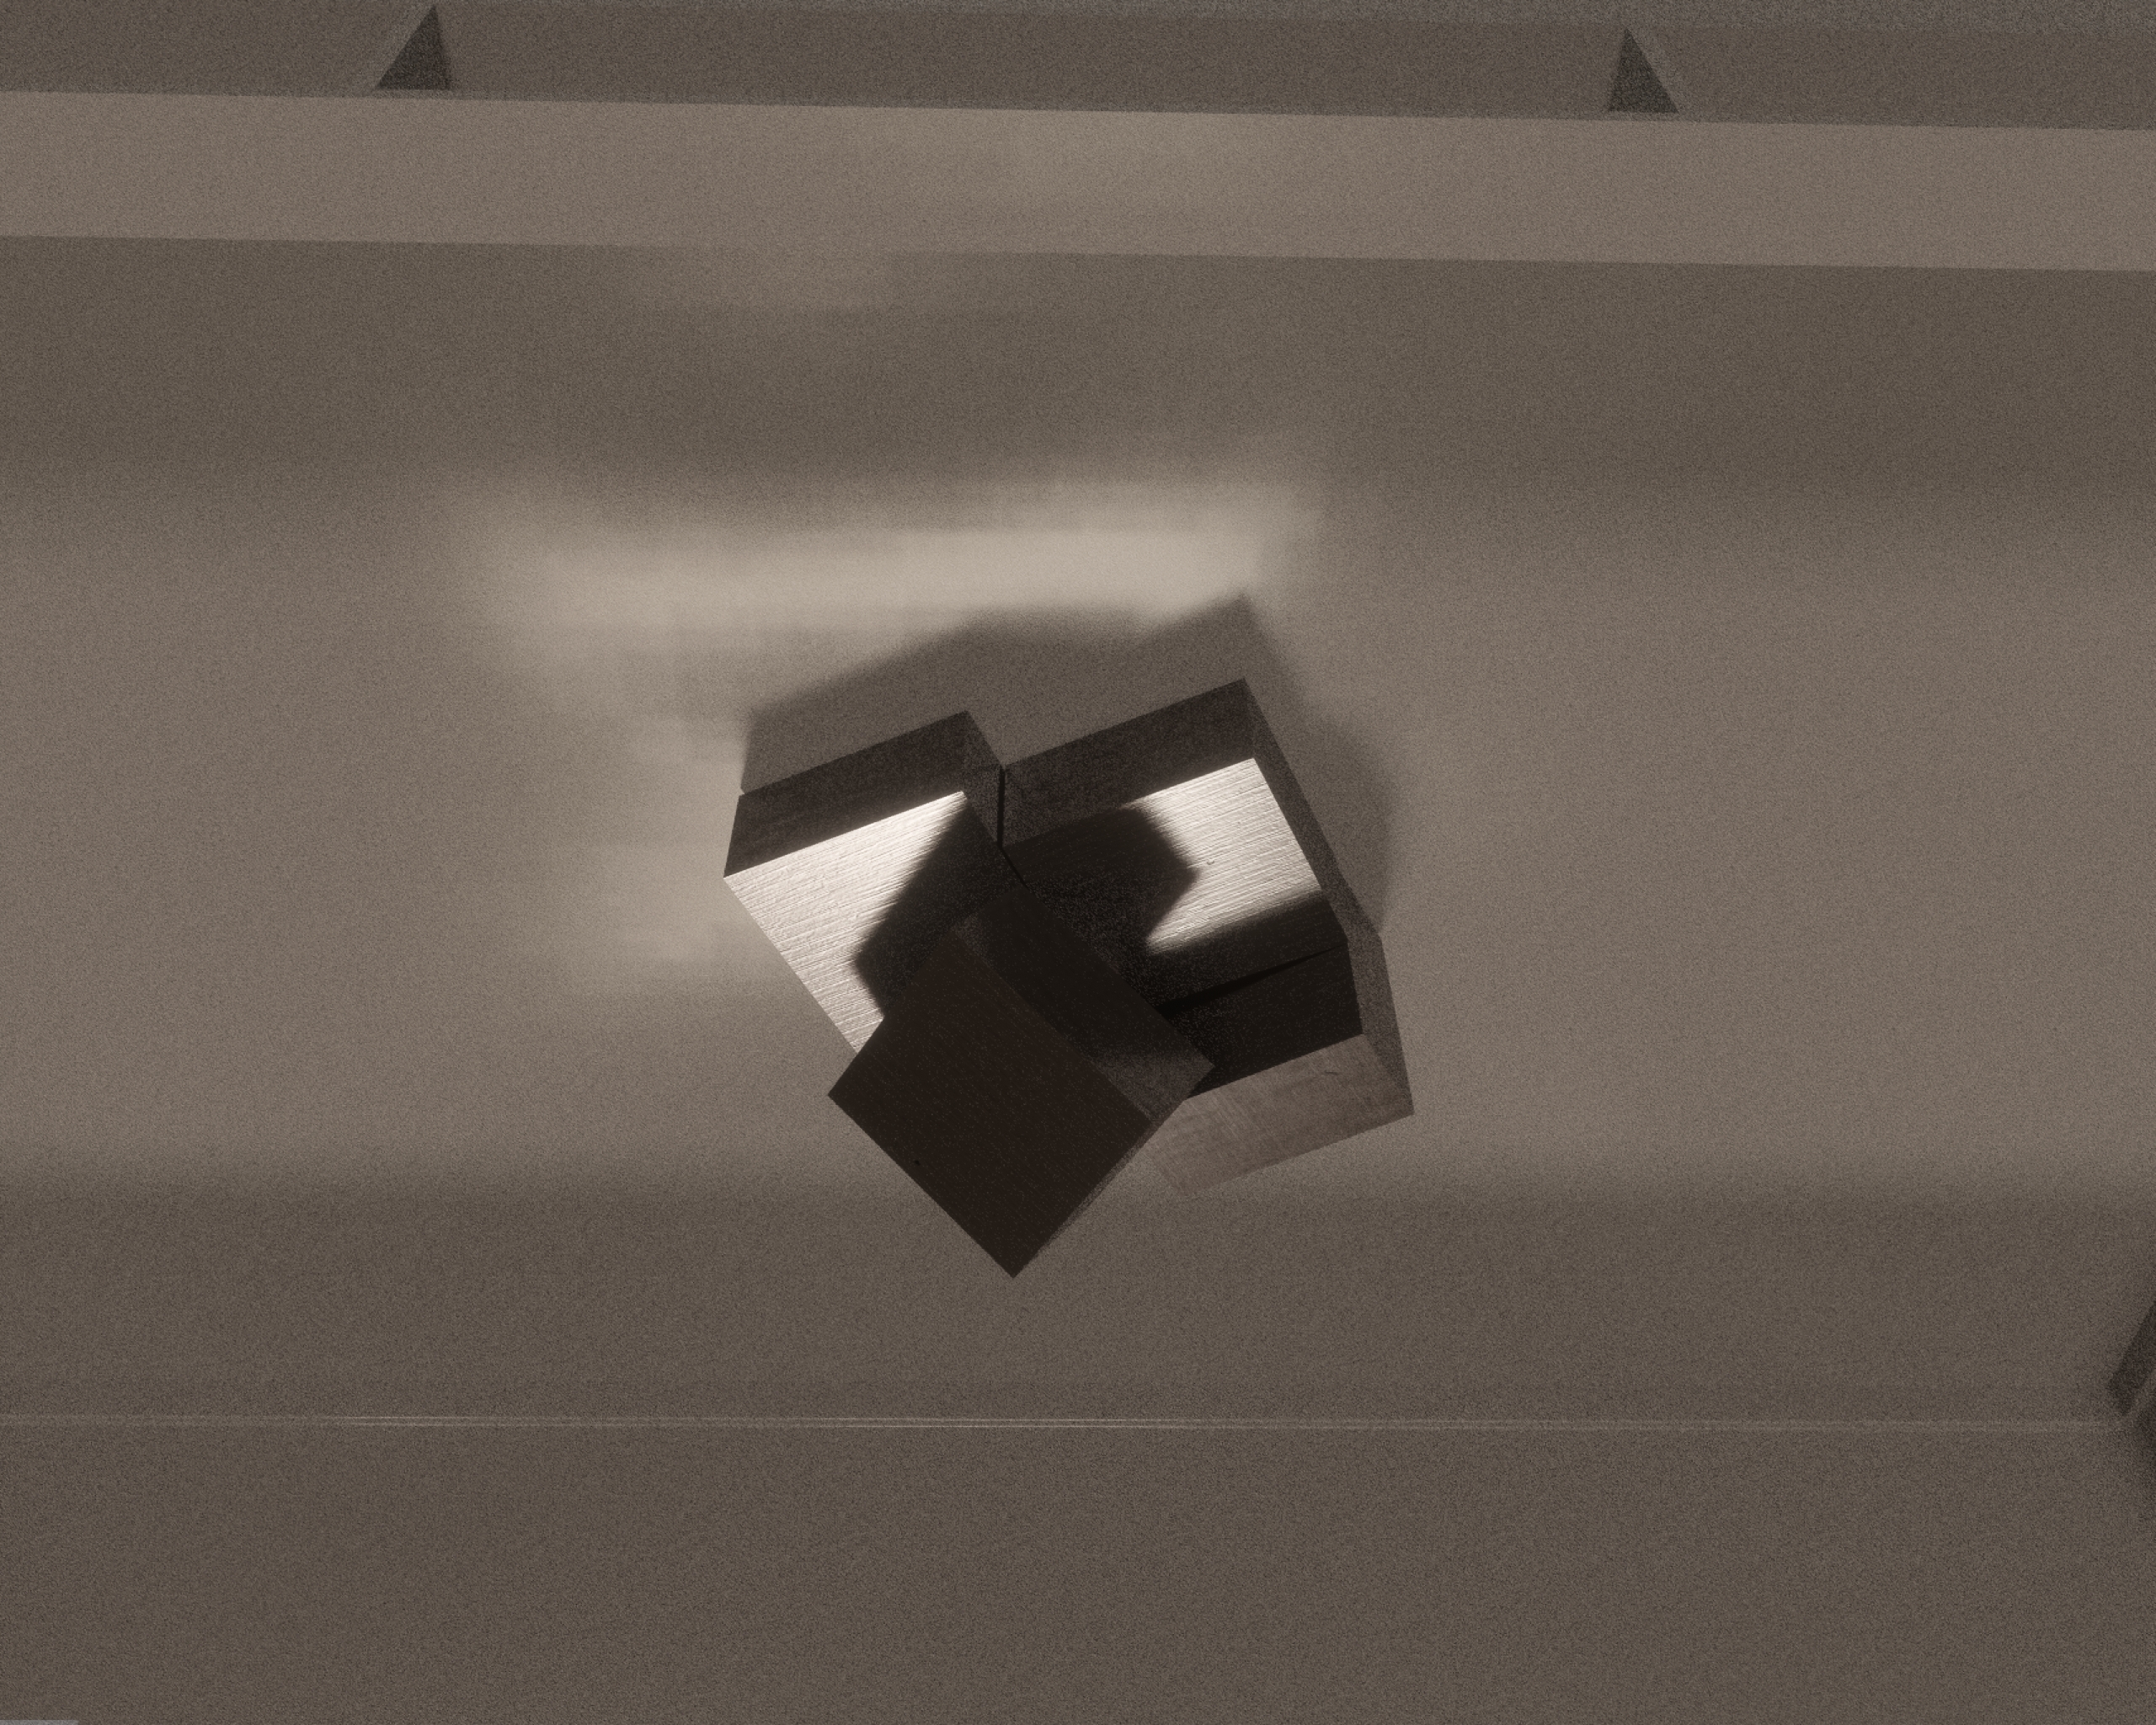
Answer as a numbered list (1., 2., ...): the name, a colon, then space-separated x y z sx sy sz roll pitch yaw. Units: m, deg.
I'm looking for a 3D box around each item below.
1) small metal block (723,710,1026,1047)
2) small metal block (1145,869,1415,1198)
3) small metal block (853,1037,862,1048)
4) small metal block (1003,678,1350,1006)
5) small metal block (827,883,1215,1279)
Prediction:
1. small metal block: -0.033 0.004 0.410 0.050 0.025 0.050 -20 128 15
2. small metal block: 0.036 0.033 0.419 0.050 0.050 0.025 -23 127 17
3. small metal block: -0.012 0.039 0.440 0.050 0.025 0.050 -20 128 15
4. small metal block: 0.019 -0.002 0.406 0.050 0.025 0.050 -20 128 15
5. small metal block: -0.011 0.041 0.393 0.050 0.025 0.050 43 124 9
